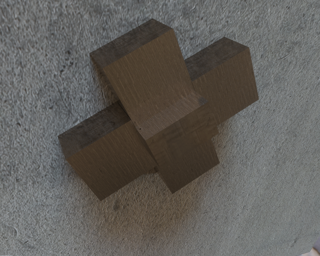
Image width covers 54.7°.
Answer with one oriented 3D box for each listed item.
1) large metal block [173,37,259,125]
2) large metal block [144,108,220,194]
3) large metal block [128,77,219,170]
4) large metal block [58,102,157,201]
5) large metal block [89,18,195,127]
[{"bbox_3d":[0.073,-0.057,0.398,0.080,0.050,0.080,-32,129,-8],"label":"large metal block"},{"bbox_3d":[0.027,0.030,0.426,0.080,0.050,0.080,-32,129,-8],"label":"large metal block"},{"bbox_3d":[0.010,-0.009,0.374,0.080,0.080,0.050,-32,129,-8],"label":"large metal block"},{"bbox_3d":[-0.062,0.028,0.376,0.080,0.050,0.080,-32,129,-8],"label":"large metal block"},{"bbox_3d":[-0.018,-0.061,0.345,0.080,0.050,0.080,-32,129,-8],"label":"large metal block"}]
